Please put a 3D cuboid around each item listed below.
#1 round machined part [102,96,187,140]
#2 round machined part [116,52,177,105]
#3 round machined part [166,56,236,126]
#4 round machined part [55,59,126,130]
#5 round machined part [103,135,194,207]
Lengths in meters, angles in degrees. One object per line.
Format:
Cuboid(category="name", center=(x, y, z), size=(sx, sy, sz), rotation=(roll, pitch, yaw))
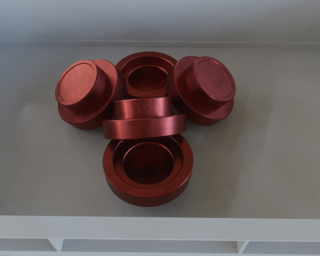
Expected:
Cuboid(category="round machined part", center=(-0.019, -0.014, 0.366), size=(0.099, 0.098, 0.042), rotation=(-5, 95, -4))
Cuboid(category="round machined part", center=(-0.016, -0.063, 0.443), size=(0.099, 0.042, 0.098), rotation=(0, 50, 0))
Cuboid(category="round machined part", center=(0.061, -0.055, 0.409), size=(0.099, 0.042, 0.098), rotation=(15, 58, -26))
Cuboid(category="round machined part", center=(-0.097, -0.050, 0.405), size=(0.098, 0.042, 0.098), rotation=(-13, 60, 24))
Cuboid(category="round machined part", center=(-0.013, 0.045, 0.353), size=(0.099, 0.042, 0.098), rotation=(0, 50, 0))
